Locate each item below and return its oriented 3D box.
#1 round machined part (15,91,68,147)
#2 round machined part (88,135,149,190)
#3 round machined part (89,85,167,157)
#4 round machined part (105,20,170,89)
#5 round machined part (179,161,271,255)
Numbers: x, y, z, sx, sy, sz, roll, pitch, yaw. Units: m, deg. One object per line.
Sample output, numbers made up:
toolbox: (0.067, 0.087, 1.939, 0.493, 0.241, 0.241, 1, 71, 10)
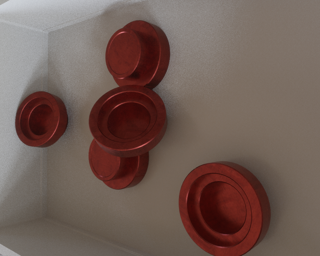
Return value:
round machined part: (-0.205, -0.013, 0.553, 0.098, 0.042, 0.098, -4, 79, 22)
round machined part: (-0.066, 0.041, 0.451, 0.098, 0.042, 0.097, 0, 90, 40)
round machined part: (-0.039, -0.005, 0.406, 0.099, 0.042, 0.098, -3, 59, 6)
round machined part: (-0.037, -0.099, 0.427, 0.098, 0.042, 0.097, 0, 90, 40)
round machined part: (0.072, 0.085, 0.336, 0.098, 0.042, 0.097, 0, 90, 40)
